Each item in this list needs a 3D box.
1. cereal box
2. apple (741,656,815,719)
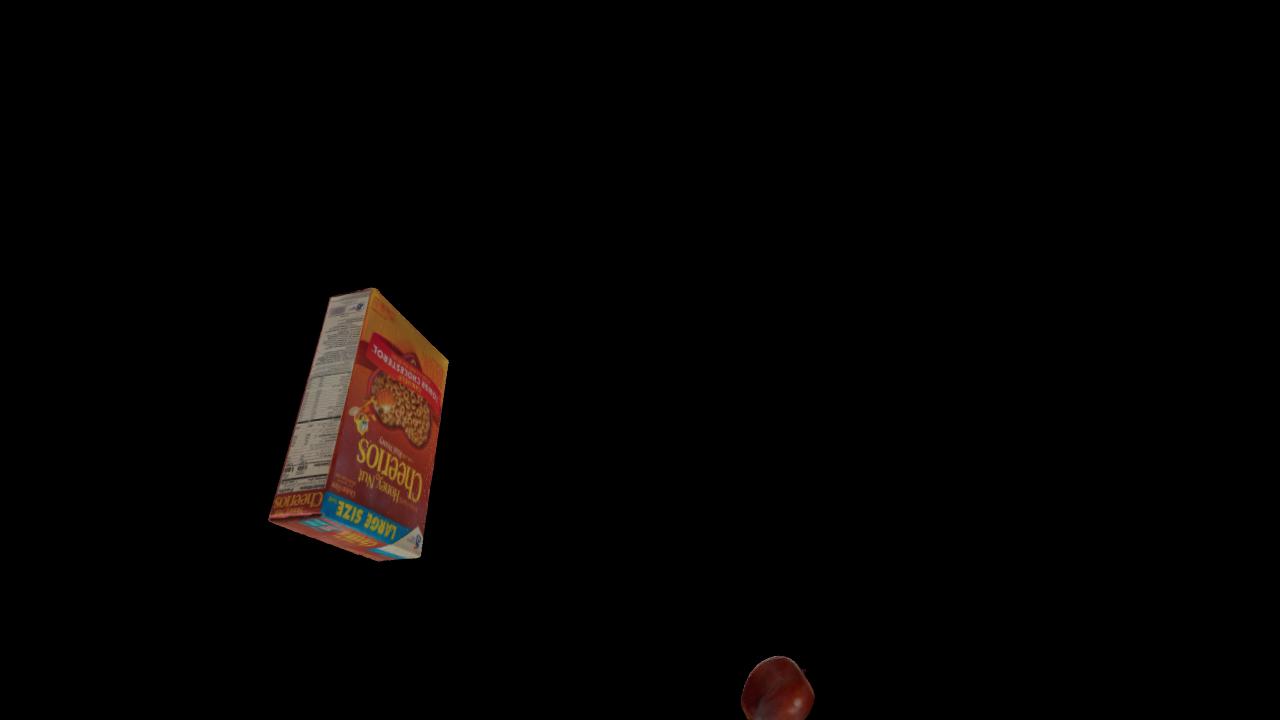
[{"bbox_3d":[-0.345,0.088,0.805,0.081,0.306,0.203,-9,-32,10],"label":"cereal box"},{"bbox_3d":[0.171,0.415,0.764,0.093,0.079,0.079,-31,9,-15],"label":"apple"}]
